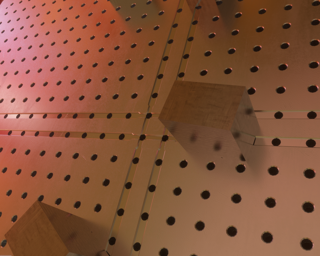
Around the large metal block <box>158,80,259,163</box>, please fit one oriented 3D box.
[{"bbox_3d":[0.057,-0.007,0.346,0.080,0.080,0.050,11,67,32],"label":"large metal block"}]

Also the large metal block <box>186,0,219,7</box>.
[{"bbox_3d":[0.068,-0.254,0.492,0.050,0.080,0.080,9,66,32],"label":"large metal block"}]

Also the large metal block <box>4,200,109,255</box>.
[{"bbox_3d":[-0.111,0.136,0.346,0.050,0.080,0.080,-49,52,-6],"label":"large metal block"}]
